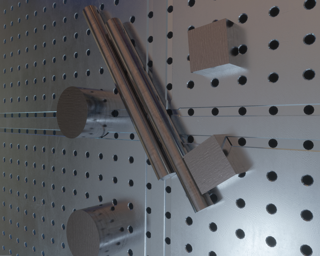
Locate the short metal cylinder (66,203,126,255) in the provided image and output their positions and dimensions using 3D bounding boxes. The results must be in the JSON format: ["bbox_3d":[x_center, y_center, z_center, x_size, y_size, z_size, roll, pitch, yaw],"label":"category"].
[{"bbox_3d":[-0.098,0.160,0.474,0.080,0.050,0.079,0,90,40],"label":"short metal cylinder"}]

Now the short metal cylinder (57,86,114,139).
[{"bbox_3d":[-0.119,-0.024,0.492,0.080,0.050,0.079,0,90,40],"label":"short metal cylinder"}]

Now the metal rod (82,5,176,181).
[{"bbox_3d":[-0.052,-0.063,0.452,0.025,0.025,0.299,-39,66,33],"label":"metal rod"}]

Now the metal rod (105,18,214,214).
[{"bbox_3d":[-0.009,-0.031,0.416,0.025,0.025,0.299,-40,66,33],"label":"metal rod"}]

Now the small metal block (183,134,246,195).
[{"bbox_3d":[0.062,0.042,0.358,0.050,0.025,0.050,-40,66,32],"label":"small metal block"}]

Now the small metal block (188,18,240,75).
[{"bbox_3d":[0.062,-0.092,0.359,0.050,0.025,0.050,-6,86,39],"label":"small metal block"}]
